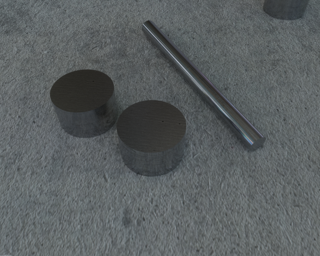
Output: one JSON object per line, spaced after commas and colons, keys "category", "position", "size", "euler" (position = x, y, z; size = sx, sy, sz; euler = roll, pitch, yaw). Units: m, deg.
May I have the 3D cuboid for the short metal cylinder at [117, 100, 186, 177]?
{"category": "short metal cylinder", "position": [-0.010, 0.012, 0.377], "size": [0.081, 0.050, 0.080], "euler": [0, 50, 0]}

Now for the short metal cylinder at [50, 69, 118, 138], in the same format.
{"category": "short metal cylinder", "position": [-0.099, -0.033, 0.414], "size": [0.081, 0.050, 0.080], "euler": [0, 50, 0]}

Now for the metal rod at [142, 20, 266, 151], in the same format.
{"category": "metal rod", "position": [0.050, -0.080, 0.471], "size": [0.025, 0.025, 0.300], "euler": [-23, 54, -18]}

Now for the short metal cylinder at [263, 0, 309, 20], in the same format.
{"category": "short metal cylinder", "position": [0.248, -0.253, 0.602], "size": [0.081, 0.050, 0.080], "euler": [0, 50, 0]}
